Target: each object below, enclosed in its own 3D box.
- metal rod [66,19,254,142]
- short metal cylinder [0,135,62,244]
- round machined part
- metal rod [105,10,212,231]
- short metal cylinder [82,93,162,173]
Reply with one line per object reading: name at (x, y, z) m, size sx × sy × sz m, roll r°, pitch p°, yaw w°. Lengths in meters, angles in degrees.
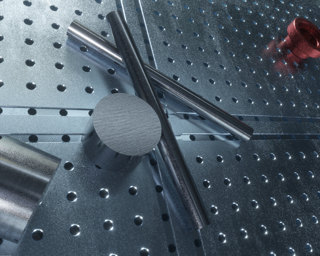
metal rod at (0.006, -0.064, 0.450) m, size 0.301 × 0.025 × 0.025 m, roll 30°, pitch 52°, yaw -9°
short metal cylinder at (-0.128, 0.053, 0.271) m, size 0.050 × 0.080 × 0.080 m, roll 27°, pitch 52°, yaw -12°
round machined part at (0.321, -0.193, 0.687) m, size 0.099 × 0.042 × 0.098 m, roll 14°, pitch 56°, yaw -21°
metal rod at (-0.007, -0.019, 0.395) m, size 0.025 × 0.025 × 0.299 m, roll -14°, pitch 75°, yaw -34°
short metal cylinder at (-0.045, 0.006, 0.364) m, size 0.081 × 0.050 × 0.080 m, roll 14°, pitch 56°, yaw -21°
